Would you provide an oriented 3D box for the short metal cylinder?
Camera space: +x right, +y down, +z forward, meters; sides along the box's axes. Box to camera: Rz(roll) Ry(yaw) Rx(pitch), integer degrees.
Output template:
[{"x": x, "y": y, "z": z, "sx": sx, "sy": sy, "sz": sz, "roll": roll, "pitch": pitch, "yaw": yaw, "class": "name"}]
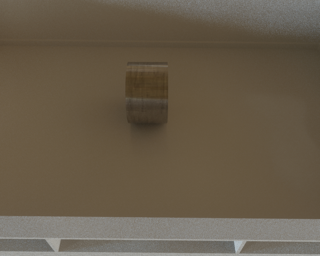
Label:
[{"x": -0.016, "y": -0.046, "z": 0.405, "sx": 0.050, "sy": 0.080, "sz": 0.080, "roll": 0, "pitch": 50, "yaw": 0, "class": "short metal cylinder"}]
